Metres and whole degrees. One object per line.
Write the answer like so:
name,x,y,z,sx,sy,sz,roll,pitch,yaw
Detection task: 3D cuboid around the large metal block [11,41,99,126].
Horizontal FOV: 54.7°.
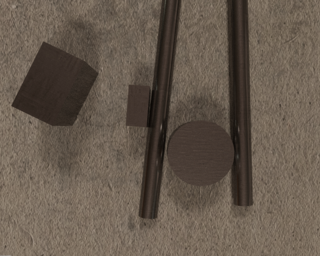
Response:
large metal block,-0.124,-0.049,0.381,0.050,0.080,0.080,26,90,-1

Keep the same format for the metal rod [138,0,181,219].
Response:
metal rod,0.000,-0.032,0.409,0.025,0.025,0.298,6,90,-1

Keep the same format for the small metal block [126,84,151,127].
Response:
small metal block,-0.027,-0.027,0.397,0.025,0.050,0.050,5,90,0

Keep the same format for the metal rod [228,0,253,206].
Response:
metal rod,0.107,-0.048,0.411,0.025,0.025,0.298,-1,90,-1

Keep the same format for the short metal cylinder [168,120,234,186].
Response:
short metal cylinder,0.050,0.030,0.398,0.081,0.050,0.079,0,90,-1
